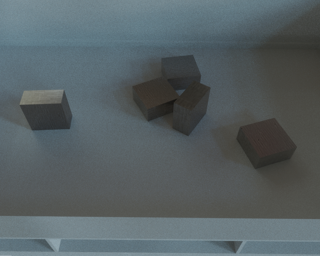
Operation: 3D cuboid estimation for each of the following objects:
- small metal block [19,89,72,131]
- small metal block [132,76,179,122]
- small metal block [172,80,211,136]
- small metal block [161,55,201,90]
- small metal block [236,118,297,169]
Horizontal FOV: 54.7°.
[{"bbox_3d":[-0.147,-0.023,0.406,0.050,0.050,0.025,-2,50,-2],"label":"small metal block"},{"bbox_3d":[-0.006,-0.043,0.441,0.050,0.025,0.050,-21,53,-17],"label":"small metal block"},{"bbox_3d":[0.041,-0.026,0.411,0.025,0.050,0.050,27,55,20],"label":"small metal block"},{"bbox_3d":[0.031,-0.085,0.477,0.050,0.025,0.050,-7,51,-7],"label":"small metal block"},{"bbox_3d":[0.133,0.019,0.391,0.050,0.025,0.050,-14,52,-12],"label":"small metal block"}]
